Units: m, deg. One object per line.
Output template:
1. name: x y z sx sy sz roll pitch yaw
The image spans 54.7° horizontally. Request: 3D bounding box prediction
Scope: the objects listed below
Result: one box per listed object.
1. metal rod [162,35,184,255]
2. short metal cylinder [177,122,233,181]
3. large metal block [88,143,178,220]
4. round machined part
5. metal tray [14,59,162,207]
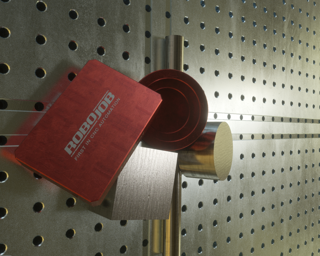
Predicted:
1. metal rod: 0.018 0.025 0.425 0.025 0.025 0.298 2 89 -40
2. short metal cylinder: 0.065 0.031 0.430 0.080 0.050 0.079 -1 91 -60
3. large metal block: -0.030 0.063 0.368 0.081 0.050 0.080 13 82 -39
4. round machined part: 0.007 -0.021 0.387 0.099 0.042 0.097 0 89 -15
5. metal tray: -0.067 0.001 0.317 0.090 0.030 0.130 29 67 5
